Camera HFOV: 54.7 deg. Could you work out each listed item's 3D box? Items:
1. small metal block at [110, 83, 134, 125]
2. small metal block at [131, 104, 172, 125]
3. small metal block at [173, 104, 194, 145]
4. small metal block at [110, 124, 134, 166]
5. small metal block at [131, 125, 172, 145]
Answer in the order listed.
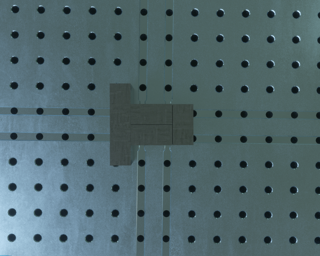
[{"bbox_3d":[-0.048,-0.029,0.399,0.025,0.050,0.050,0,90,0],"label":"small metal block"},{"bbox_3d":[-0.010,-0.017,0.400,0.050,0.050,0.025,0,90,-1],"label":"small metal block"},{"bbox_3d":[0.028,-0.004,0.401,0.025,0.050,0.050,0,90,0],"label":"small metal block"},{"bbox_3d":[-0.048,0.020,0.400,0.025,0.050,0.050,0,90,0],"label":"small metal block"},{"bbox_3d":[-0.010,0.008,0.400,0.050,0.050,0.025,0,90,-1],"label":"small metal block"}]
